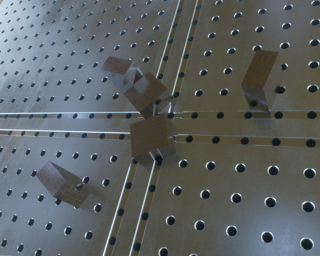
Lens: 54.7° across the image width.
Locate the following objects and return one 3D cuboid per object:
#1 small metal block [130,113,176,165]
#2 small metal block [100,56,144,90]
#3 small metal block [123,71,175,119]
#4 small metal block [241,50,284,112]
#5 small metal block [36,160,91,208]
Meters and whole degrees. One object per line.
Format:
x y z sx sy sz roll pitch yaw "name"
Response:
-0.010 0.014 0.403 0.050 0.025 0.050 -19 55 17 "small metal block"
-0.053 -0.079 0.467 0.050 0.050 0.025 19 72 35 "small metal block"
-0.017 -0.046 0.443 0.050 0.025 0.050 -41 51 0 "small metal block"
0.121 -0.054 0.362 0.025 0.050 0.050 16 70 34 "small metal block"
-0.128 0.075 0.412 0.050 0.050 0.025 33 81 38 "small metal block"
